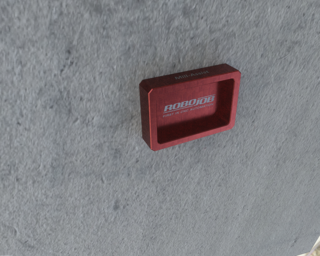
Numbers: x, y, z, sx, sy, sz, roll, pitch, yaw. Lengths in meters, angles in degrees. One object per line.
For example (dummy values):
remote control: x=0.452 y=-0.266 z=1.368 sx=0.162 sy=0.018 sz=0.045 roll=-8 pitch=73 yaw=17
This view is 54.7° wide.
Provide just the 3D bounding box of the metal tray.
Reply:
metal tray: x=0.041 y=-0.028 z=0.409 sx=0.131 sy=0.030 sz=0.089 roll=-15 pitch=125 yaw=-21
